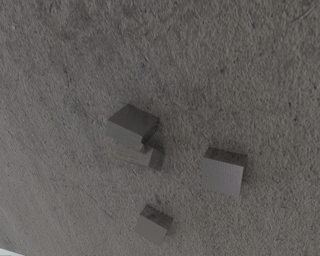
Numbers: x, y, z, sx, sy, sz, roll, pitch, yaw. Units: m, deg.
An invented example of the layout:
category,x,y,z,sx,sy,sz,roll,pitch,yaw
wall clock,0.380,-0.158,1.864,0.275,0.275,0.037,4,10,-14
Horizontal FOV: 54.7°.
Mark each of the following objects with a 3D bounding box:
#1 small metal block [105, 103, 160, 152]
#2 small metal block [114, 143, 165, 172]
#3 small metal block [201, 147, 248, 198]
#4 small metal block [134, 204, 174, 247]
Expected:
category,x,y,z,sx,sy,sz,roll,pitch,yaw
small metal block,-0.036,-0.002,0.408,0.050,0.050,0.025,25,127,12
small metal block,-0.027,0.039,0.427,0.050,0.050,0.025,12,79,21
small metal block,0.082,0.057,0.399,0.050,0.025,0.050,12,124,21
small metal block,-0.011,0.162,0.513,0.050,0.025,0.050,26,128,12
